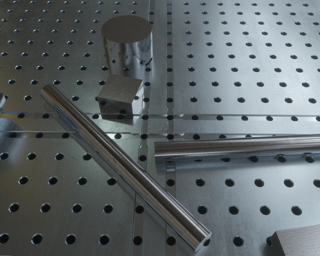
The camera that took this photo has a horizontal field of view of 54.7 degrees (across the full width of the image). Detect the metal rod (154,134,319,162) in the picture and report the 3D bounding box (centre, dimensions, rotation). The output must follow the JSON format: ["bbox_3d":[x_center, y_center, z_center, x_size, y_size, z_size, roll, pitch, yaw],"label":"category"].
[{"bbox_3d":[0.144,0.022,0.389,0.302,0.025,0.025,-3,50,-3],"label":"metal rod"}]

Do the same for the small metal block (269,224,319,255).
[{"bbox_3d":[0.143,0.126,0.303,0.050,0.025,0.050,-6,50,-6],"label":"small metal block"}]

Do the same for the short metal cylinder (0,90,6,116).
[{"bbox_3d":[-0.248,-0.027,0.393,0.080,0.080,0.050,5,50,4],"label":"short metal cylinder"}]

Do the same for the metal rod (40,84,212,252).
[{"bbox_3d":[-0.059,0.031,0.380,0.025,0.025,0.300,-36,59,-26],"label":"metal rod"}]

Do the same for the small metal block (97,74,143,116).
[{"bbox_3d":[-0.056,-0.049,0.448,0.050,0.025,0.050,12,51,10],"label":"small metal block"}]

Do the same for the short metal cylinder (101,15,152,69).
[{"bbox_3d":[-0.053,-0.142,0.510,0.081,0.050,0.080,0,50,0],"label":"short metal cylinder"}]
